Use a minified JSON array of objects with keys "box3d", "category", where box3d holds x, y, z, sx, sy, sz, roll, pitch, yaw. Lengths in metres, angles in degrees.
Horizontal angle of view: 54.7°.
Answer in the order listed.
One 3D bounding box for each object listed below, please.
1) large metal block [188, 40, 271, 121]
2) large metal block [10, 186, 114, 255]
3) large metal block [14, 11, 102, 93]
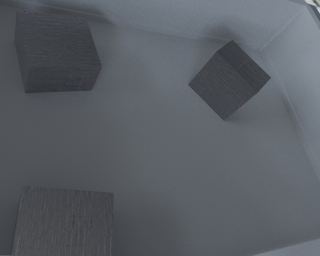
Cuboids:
[{"box3d":[0.104,-0.071,0.472,0.080,0.080,0.050,46,51,3],"category":"large metal block"},{"box3d":[-0.089,0.102,0.280,0.081,0.050,0.080,10,57,-23],"category":"large metal block"},{"box3d":[-0.126,-0.091,0.378,0.081,0.050,0.080,-7,65,-32],"category":"large metal block"}]
